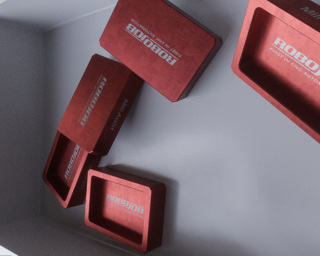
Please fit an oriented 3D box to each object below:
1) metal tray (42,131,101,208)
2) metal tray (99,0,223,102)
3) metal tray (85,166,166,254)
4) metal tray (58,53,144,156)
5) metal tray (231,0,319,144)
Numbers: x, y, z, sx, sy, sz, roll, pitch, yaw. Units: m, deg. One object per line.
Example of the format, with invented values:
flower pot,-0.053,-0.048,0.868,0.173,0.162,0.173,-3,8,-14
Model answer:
metal tray,-0.149,0.057,0.522,0.090,0.030,0.129,38,113,33
metal tray,-0.003,-0.105,0.377,0.130,0.030,0.089,40,116,12
metal tray,-0.054,0.112,0.445,0.130,0.030,0.089,8,95,39
metal tray,-0.088,-0.035,0.453,0.090,0.030,0.129,28,92,36
metal tray,0.125,-0.052,0.268,0.130,0.030,0.089,49,155,29
